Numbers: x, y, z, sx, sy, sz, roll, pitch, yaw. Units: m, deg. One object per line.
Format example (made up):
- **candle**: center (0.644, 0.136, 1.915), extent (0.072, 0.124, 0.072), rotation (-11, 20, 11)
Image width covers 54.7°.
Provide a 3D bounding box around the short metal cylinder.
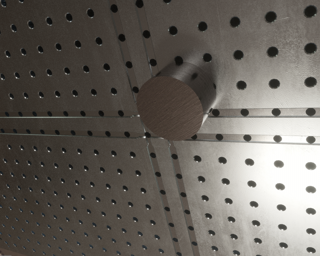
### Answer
- **short metal cylinder**: center (0.020, -0.032, 0.364), extent (0.080, 0.050, 0.079), rotation (13, 124, 20)
